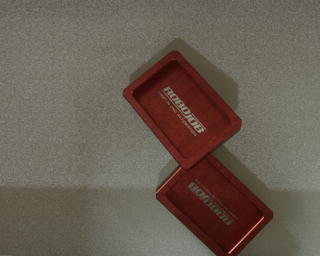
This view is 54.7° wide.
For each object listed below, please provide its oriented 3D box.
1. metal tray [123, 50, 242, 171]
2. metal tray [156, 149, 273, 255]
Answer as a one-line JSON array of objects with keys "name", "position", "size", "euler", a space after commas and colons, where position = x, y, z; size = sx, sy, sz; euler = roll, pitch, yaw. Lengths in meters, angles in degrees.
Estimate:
[{"name": "metal tray", "position": [0.027, -0.023, 0.392], "size": [0.090, 0.030, 0.130], "euler": [-39, 75, 0]}, {"name": "metal tray", "position": [0.070, 0.099, 0.409], "size": [0.130, 0.030, 0.090], "euler": [44, 90, 0]}]
